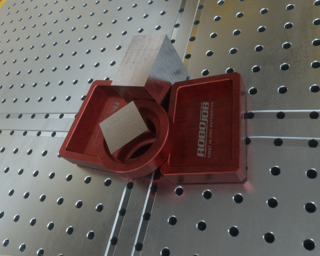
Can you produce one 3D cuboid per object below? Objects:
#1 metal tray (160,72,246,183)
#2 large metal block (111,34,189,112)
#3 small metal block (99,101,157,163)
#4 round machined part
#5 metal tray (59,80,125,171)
[{"bbox_3d":[0.054,-0.001,0.372,0.090,0.030,0.130,-6,59,25],"label":"metal tray"},{"bbox_3d":[-0.010,-0.066,0.414,0.050,0.080,0.080,7,65,31],"label":"large metal block"},{"bbox_3d":[-0.038,0.004,0.367,0.050,0.025,0.050,-34,51,6],"label":"small metal block"},{"bbox_3d":[-0.026,0.016,0.384,0.098,0.042,0.098,-13,56,21],"label":"round machined part"},{"bbox_3d":[-0.079,-0.007,0.446,0.090,0.030,0.130,7,65,31],"label":"metal tray"}]
